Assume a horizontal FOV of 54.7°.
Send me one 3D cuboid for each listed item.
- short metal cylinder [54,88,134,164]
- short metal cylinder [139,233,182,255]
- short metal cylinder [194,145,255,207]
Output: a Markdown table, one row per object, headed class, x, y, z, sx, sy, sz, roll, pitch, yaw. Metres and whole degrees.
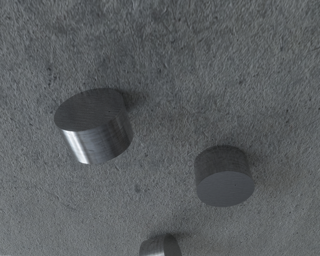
| class | x | y | z | sx | sy | sz | roll | pitch | yaw |
| --- | --- | --- | --- | --- | --- | --- | --- | --- | --- |
| short metal cylinder | -0.076 | -0.004 | 0.367 | 0.080 | 0.080 | 0.050 | -8 | 130 | 6 |
| short metal cylinder | 0.004 | 0.245 | 0.579 | 0.050 | 0.080 | 0.080 | -23 | 127 | 18 |
| short metal cylinder | 0.092 | 0.071 | 0.452 | 0.081 | 0.050 | 0.079 | 0 | 130 | 0 |
